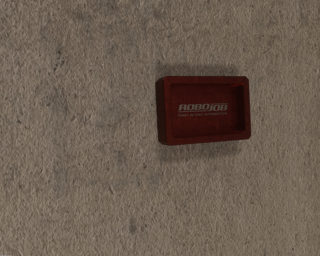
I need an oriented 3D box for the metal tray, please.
[{"bbox_3d":[0.062,-0.025,0.430,0.131,0.030,0.089,-3,91,-20],"label":"metal tray"}]
